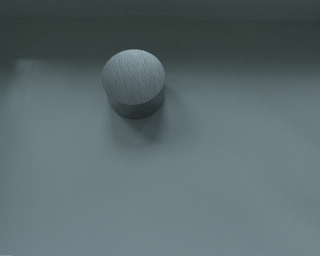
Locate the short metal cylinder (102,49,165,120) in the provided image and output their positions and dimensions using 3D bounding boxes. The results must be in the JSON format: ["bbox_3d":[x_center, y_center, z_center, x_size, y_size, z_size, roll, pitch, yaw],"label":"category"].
[{"bbox_3d":[-0.034,-0.057,0.417,0.080,0.050,0.080,0,70,0],"label":"short metal cylinder"}]
